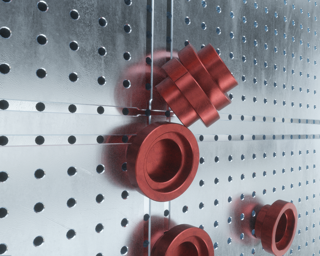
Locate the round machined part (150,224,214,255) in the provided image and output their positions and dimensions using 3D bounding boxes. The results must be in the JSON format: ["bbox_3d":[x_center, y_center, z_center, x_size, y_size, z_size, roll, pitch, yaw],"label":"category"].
[{"bbox_3d":[0.025,0.179,0.419,0.099,0.042,0.097,0,90,-40],"label":"round machined part"}]

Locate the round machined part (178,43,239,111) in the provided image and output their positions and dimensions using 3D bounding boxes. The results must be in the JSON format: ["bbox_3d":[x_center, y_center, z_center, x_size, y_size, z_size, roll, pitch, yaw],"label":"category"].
[{"bbox_3d":[0.070,-0.075,0.419,0.098,0.042,0.098,49,17,-21],"label":"round machined part"}]

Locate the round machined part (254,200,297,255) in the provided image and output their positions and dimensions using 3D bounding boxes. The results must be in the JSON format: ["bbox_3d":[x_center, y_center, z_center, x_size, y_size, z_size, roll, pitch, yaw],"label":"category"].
[{"bbox_3d":[0.210,0.179,0.568,0.099,0.042,0.097,-8,102,-42],"label":"round machined part"}]

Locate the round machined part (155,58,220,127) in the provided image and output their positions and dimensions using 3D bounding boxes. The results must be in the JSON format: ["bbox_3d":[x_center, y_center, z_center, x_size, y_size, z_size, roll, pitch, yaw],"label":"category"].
[{"bbox_3d":[0.030,-0.039,0.399,0.042,0.098,0.098,-37,118,5],"label":"round machined part"}]

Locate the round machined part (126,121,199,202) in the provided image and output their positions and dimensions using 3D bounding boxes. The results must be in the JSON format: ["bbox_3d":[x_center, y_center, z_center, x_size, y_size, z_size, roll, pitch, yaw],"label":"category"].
[{"bbox_3d":[0.000,0.040,0.392,0.099,0.042,0.097,-6,101,-36],"label":"round machined part"}]
